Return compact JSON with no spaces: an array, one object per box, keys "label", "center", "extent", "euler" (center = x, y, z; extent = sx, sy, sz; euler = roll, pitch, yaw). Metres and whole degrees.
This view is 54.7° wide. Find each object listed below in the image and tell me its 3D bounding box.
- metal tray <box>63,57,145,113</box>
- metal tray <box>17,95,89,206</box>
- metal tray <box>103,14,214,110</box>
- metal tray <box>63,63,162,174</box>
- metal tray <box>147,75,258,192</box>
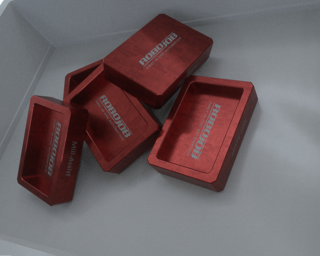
[{"label":"metal tray","center":[-0.089,-0.065,0.485],"extent":[0.130,0.030,0.090],"euler":[-19,54,16]},{"label":"metal tray","center":[-0.148,0.028,0.421],"extent":[0.090,0.030,0.129],"euler":[19,100,35]},{"label":"metal tray","center":[0.000,-0.093,0.412],"extent":[0.090,0.030,0.131],"euler":[33,59,15]},{"label":"metal tray","center":[-0.064,-0.016,0.414],"extent":[0.090,0.030,0.130],"euler":[-41,66,8]},{"label":"metal tray","center":[0.052,0.001,0.371],"extent":[0.090,0.030,0.130],"euler":[13,68,33]}]
